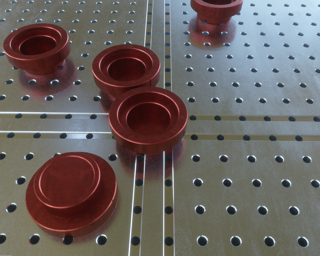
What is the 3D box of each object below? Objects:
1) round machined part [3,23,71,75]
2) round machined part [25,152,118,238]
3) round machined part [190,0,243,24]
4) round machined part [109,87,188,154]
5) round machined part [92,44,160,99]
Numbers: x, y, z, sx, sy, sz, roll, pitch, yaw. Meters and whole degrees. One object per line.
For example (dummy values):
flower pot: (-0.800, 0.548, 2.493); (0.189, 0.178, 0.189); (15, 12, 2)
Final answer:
round machined part: (-0.193, -0.123, 0.498); (0.099, 0.042, 0.098); (0, 50, 0)
round machined part: (-0.097, 0.065, 0.340); (0.099, 0.042, 0.098); (0, 50, 0)
round machined part: (0.108, -0.237, 0.597); (0.099, 0.042, 0.098); (0, 50, 0)
round machined part: (-0.014, -0.006, 0.401); (0.099, 0.042, 0.098); (0, 50, 0)
round machined part: (-0.049, -0.079, 0.463); (0.099, 0.042, 0.098); (0, 50, 0)
